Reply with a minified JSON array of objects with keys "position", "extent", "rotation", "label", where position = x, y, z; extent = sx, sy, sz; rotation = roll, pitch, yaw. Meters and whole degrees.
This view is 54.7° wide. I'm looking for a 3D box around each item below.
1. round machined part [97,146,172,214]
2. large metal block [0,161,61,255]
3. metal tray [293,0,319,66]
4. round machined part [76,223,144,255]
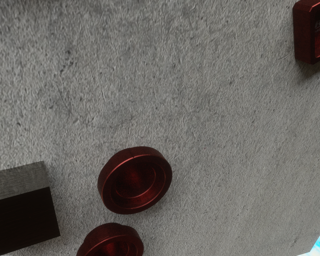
[{"position":[-0.036,0.065,0.418],"extent":[0.099,0.042,0.097],"rotation":[-14,125,-21],"label":"round machined part"},{"position":[-0.167,0.093,0.358],"extent":[0.081,0.050,0.079],"rotation":[-13,124,-22],"label":"large metal block"},{"position":[0.255,-0.160,0.446],"extent":[0.131,0.030,0.090],"rotation":[-30,129,-9],"label":"metal tray"},{"position":[-0.078,0.183,0.468],"extent":[0.099,0.042,0.097],"rotation":[-14,125,-21],"label":"round machined part"}]
